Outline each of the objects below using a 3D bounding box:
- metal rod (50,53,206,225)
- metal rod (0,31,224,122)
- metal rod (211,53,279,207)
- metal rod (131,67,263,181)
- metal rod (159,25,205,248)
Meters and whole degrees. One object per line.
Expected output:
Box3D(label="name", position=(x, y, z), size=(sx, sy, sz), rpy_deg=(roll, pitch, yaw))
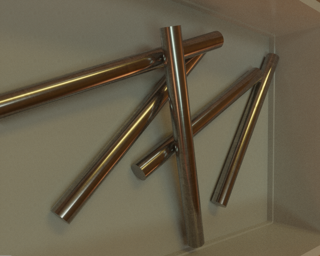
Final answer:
Box3D(label="metal rod", position=(-0.022, -0.013, 0.389), size=(0.301, 0.025, 0.025), rpy_deg=(-52, 121, -27))
Box3D(label="metal rod", position=(-0.035, -0.072, 0.362), size=(0.302, 0.025, 0.025), rpy_deg=(-25, 106, -32))
Box3D(label="metal rod", position=(0.153, -0.007, 0.537), size=(0.025, 0.025, 0.300), rpy_deg=(40, 66, -33))
Box3D(label="metal rod", position=(0.073, -0.021, 0.469), size=(0.302, 0.025, 0.025), rpy_deg=(-37, 113, -34))
Box3D(label="metal rod", position=(0.032, 0.024, 0.400), size=(0.025, 0.025, 0.298), rpy_deg=(-23, 113, -38))
